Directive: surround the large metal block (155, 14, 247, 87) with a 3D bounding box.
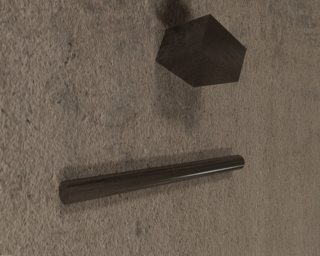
[{"bbox_3d":[0.055,-0.099,0.417,0.080,0.080,0.050,28,73,-37],"label":"large metal block"}]

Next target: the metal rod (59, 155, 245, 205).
[{"bbox_3d":[0.015,0.062,0.419,0.302,0.025,0.025,-3,92,-40],"label":"metal rod"}]
